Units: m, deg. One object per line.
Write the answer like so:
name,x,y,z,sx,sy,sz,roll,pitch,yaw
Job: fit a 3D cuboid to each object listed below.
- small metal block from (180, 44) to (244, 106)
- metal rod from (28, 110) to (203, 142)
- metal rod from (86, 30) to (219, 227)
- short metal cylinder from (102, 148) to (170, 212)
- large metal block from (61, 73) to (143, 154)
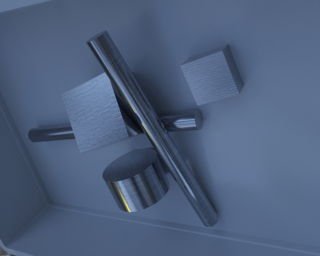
small metal block,0.058,-0.058,0.342,0.050,0.025,0.050,-14,112,33
metal rod,-0.083,0.001,0.450,0.300,0.025,0.025,-5,116,30
metal rod,0.004,0.020,0.387,0.025,0.025,0.299,-13,122,33
short metal cylinder,-0.033,0.071,0.432,0.080,0.080,0.050,-9,114,32
large metal block,-0.068,-0.019,0.395,0.080,0.050,0.080,-20,88,30
